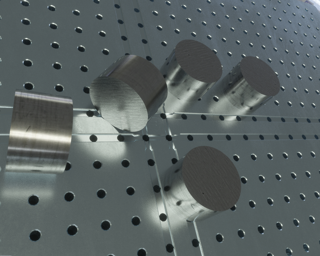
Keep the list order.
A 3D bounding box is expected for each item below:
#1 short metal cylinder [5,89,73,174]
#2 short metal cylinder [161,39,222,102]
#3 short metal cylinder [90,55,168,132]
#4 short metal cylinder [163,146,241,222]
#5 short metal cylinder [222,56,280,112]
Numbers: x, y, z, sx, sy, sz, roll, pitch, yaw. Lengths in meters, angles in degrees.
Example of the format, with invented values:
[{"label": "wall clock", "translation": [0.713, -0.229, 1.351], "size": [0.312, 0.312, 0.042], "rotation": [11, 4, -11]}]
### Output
[{"label": "short metal cylinder", "translation": [-0.120, 0.005, 0.306], "size": [0.050, 0.080, 0.080], "rotation": [7, 59, -25]}, {"label": "short metal cylinder", "translation": [0.047, -0.087, 0.473], "size": [0.081, 0.050, 0.080], "rotation": [14, 56, -21]}, {"label": "short metal cylinder", "translation": [-0.038, -0.042, 0.379], "size": [0.080, 0.080, 0.050], "rotation": [39, 51, -3]}, {"label": "short metal cylinder", "translation": [0.051, 0.069, 0.379], "size": [0.081, 0.050, 0.080], "rotation": [14, 56, -21]}, {"label": "short metal cylinder", "translation": [0.153, -0.074, 0.522], "size": [0.081, 0.050, 0.080], "rotation": [14, 56, -21]}]
